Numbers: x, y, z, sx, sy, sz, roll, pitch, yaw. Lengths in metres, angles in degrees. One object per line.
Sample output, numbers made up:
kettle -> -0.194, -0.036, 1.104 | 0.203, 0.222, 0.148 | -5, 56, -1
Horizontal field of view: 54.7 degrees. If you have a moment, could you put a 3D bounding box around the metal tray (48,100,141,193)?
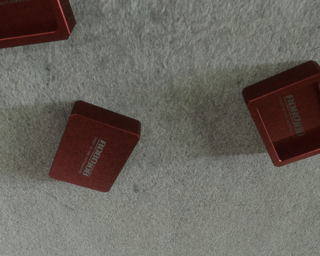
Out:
metal tray -> -0.092, 0.031, 0.429 | 0.091, 0.030, 0.129 | 20, 127, -17

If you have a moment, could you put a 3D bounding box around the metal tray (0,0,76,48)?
metal tray -> -0.159, -0.124, 0.295 | 0.131, 0.030, 0.089 | -7, 130, 5

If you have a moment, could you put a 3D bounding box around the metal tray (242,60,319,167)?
metal tray -> 0.171, -0.012, 0.396 | 0.090, 0.030, 0.130 | -23, 127, 18
